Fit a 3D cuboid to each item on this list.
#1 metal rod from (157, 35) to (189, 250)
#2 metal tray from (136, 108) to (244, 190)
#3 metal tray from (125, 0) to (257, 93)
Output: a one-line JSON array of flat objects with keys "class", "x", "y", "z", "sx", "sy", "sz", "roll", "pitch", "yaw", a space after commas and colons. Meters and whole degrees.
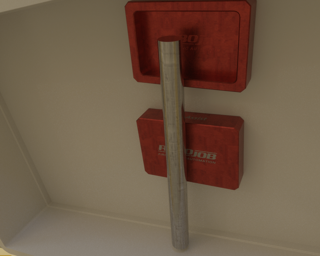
[{"class": "metal rod", "x": 0.020, "y": 0.040, "z": 0.382, "sx": 0.025, "sy": 0.025, "sz": 0.298, "roll": 9, "pitch": 123, "yaw": 23}, {"class": "metal tray", "x": 0.039, "y": 0.026, "z": 0.400, "sx": 0.130, "sy": 0.030, "sz": 0.089, "roll": 7, "pitch": 122, "yaw": 24}, {"class": "metal tray", "x": 0.031, "y": -0.091, "z": 0.331, "sx": 0.130, "sy": 0.030, "sz": 0.089, "roll": 9, "pitch": 123, "yaw": 23}]
